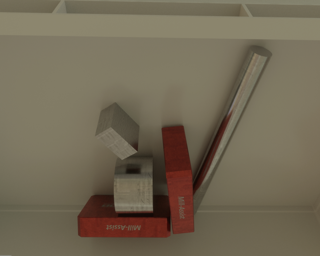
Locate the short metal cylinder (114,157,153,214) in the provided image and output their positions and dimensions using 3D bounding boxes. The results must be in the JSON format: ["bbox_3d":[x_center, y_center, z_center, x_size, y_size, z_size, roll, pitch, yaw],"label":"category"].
[{"bbox_3d":[-0.035,0.081,0.442,0.050,0.080,0.079,0,130,0],"label":"short metal cylinder"}]

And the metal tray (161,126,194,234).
[{"bbox_3d":[0.025,0.073,0.427,0.030,0.090,0.129,-6,130,1],"label":"metal tray"}]

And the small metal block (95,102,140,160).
[{"bbox_3d":[-0.053,0.004,0.395,0.025,0.050,0.050,-29,125,22],"label":"small metal block"}]

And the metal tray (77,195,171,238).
[{"bbox_3d":[-0.050,0.133,0.476,0.131,0.090,0.030,0,98,1],"label":"metal tray"}]

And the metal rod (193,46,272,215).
[{"bbox_3d":[0.081,0.027,0.433,0.025,0.025,0.298,9,130,-8],"label":"metal rod"}]
